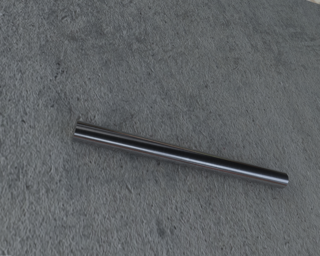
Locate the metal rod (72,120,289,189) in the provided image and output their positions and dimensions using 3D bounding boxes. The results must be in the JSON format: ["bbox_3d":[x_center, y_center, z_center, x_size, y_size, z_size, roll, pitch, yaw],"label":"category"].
[{"bbox_3d":[0.041,0.040,0.400,0.302,0.025,0.025,15,56,-20],"label":"metal rod"}]
